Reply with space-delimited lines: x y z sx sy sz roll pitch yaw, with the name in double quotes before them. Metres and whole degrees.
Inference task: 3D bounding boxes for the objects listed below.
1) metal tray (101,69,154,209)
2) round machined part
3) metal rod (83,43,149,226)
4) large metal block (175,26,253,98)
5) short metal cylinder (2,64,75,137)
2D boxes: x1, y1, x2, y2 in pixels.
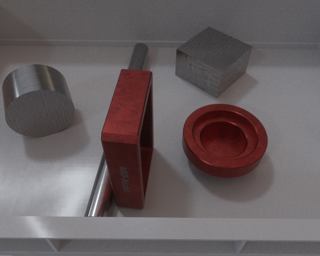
"metal tray" -0.028 0.016 0.324 0.030 0.129 0.090 5 50 4
"round machined part" 0.076 0.019 0.379 0.099 0.042 0.098 0 50 0
"metal rod" -0.049 -0.017 0.418 0.025 0.025 0.300 6 50 4
"large metal block" 0.081 -0.103 0.476 0.080 0.050 0.080 34 58 25
"short metal cylinder" -0.155 -0.034 0.396 0.081 0.080 0.050 -17 52 -14
